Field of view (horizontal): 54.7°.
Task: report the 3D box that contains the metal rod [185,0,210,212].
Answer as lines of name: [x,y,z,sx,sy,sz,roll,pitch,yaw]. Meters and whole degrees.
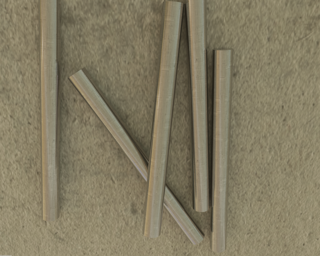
metal rod: [0.050,-0.024,0.401,0.025,0.025,0.298,-4,110,1]

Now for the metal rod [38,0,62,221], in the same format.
metal rod: [-0.143,-0.010,0.404,0.025,0.025,0.298,6,110,-3]

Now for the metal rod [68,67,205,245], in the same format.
metal rod: [-0.023,0.049,0.427,0.025,0.025,0.299,-31,108,10]

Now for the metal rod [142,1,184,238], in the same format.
metal rod: [0.002,0.000,0.392,0.025,0.025,0.298,5,103,-2]

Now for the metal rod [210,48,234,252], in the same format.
metal rod: [0.083,0.044,0.427,0.025,0.025,0.298,-3,110,0]
